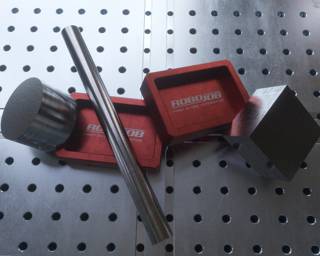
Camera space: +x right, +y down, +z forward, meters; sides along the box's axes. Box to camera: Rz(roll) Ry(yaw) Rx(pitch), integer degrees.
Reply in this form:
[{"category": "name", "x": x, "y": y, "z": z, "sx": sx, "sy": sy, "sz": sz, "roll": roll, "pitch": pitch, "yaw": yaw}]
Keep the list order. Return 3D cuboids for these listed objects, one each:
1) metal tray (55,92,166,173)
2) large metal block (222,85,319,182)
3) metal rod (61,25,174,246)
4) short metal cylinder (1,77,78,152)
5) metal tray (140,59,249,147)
[{"category": "metal tray", "x": -0.060, "y": 0.006, "z": 0.406, "sx": 0.131, "sy": 0.030, "sz": 0.090, "roll": 6, "pitch": 70, "yaw": 2}, {"category": "large metal block", "x": 0.138, "y": 0.006, "z": 0.378, "sx": 0.080, "sy": 0.050, "sz": 0.080, "roll": 45, "pitch": 74, "yaw": -18}, {"category": "metal rod", "x": -0.060, "y": -0.006, "z": 0.381, "sx": 0.025, "sy": 0.025, "sz": 0.299, "roll": -24, "pitch": 72, "yaw": -8}, {"category": "short metal cylinder", "x": -0.149, "y": -0.016, "z": 0.384, "sx": 0.080, "sy": 0.050, "sz": 0.080, "roll": -16, "pitch": 61, "yaw": 31}, {"category": "metal tray", "x": 0.050, "y": -0.036, "z": 0.402, "sx": 0.131, "sy": 0.030, "sz": 0.090, "roll": -14, "pitch": 70, "yaw": -23}]
